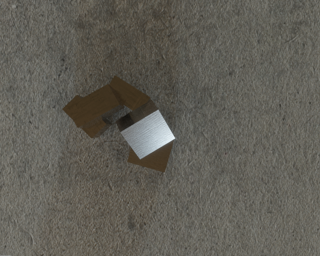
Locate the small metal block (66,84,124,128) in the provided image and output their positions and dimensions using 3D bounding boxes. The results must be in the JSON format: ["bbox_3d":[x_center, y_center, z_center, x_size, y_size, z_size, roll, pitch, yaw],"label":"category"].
[{"bbox_3d":[-0.070,-0.023,0.348,0.050,0.050,0.025,-29,90,0],"label":"small metal block"}]

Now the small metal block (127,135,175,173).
[{"bbox_3d":[-0.011,0.027,0.411,0.050,0.025,0.050,16,90,-1],"label":"small metal block"}]

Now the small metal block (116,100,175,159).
[{"bbox_3d":[-0.017,0.002,0.374,0.050,0.025,0.050,-31,128,0],"label":"small metal block"}]

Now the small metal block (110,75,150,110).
[{"bbox_3d":[-0.040,-0.040,0.398,0.050,0.050,0.025,32,90,-1],"label":"small metal block"}]

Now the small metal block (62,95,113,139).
[{"bbox_3d":[-0.091,-0.014,0.398,0.025,0.050,0.050,-45,91,0],"label":"small metal block"}]
